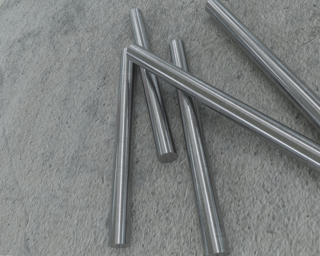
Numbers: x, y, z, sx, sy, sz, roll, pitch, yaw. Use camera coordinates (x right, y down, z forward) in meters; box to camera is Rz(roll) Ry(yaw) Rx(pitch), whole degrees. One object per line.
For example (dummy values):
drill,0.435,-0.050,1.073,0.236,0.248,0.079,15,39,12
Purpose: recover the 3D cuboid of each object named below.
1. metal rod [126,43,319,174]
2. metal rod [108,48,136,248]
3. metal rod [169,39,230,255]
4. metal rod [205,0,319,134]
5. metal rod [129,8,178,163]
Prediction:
metal rod,0.066,-0.033,0.365,0.300,0.025,0.025,36,82,31
metal rod,-0.049,0.005,0.426,0.025,0.025,0.299,-14,56,20
metal rod,0.040,0.000,0.382,0.025,0.025,0.299,-19,54,17
metal rod,0.133,-0.083,0.385,0.025,0.025,0.300,-32,52,7
metal rod,-0.017,-0.083,0.463,0.025,0.025,0.299,-23,53,14
